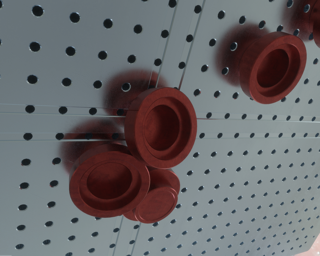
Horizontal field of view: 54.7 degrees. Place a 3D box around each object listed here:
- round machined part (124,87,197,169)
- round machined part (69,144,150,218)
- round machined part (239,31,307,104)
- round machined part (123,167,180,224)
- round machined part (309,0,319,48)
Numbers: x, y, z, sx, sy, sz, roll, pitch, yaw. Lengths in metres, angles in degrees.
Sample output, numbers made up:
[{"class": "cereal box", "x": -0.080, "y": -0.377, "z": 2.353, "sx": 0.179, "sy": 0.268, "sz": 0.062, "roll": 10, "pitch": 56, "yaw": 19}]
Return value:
[{"class": "round machined part", "x": -0.003, "y": -0.001, "z": 0.383, "sx": 0.099, "sy": 0.042, "sz": 0.097, "roll": -4, "pitch": 96, "yaw": -39}, {"class": "round machined part", "x": -0.065, "y": 0.063, "z": 0.397, "sx": 0.099, "sy": 0.042, "sz": 0.097, "roll": -7, "pitch": 116, "yaw": -14}, {"class": "round machined part", "x": 0.151, "y": -0.086, "z": 0.432, "sx": 0.099, "sy": 0.042, "sz": 0.097, "roll": -14, "pitch": 125, "yaw": -21}, {"class": "round machined part", "x": -0.013, "y": 0.102, "z": 0.458, "sx": 0.099, "sy": 0.042, "sz": 0.097, "roll": -14, "pitch": 125, "yaw": -21}, {"class": "round machined part", "x": 0.256, "y": -0.160, "z": 0.444, "sx": 0.099, "sy": 0.042, "sz": 0.097, "roll": -14, "pitch": 125, "yaw": -21}]
